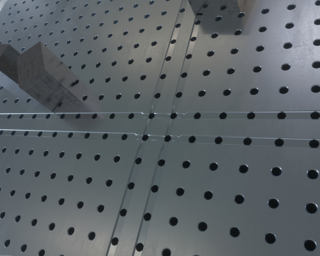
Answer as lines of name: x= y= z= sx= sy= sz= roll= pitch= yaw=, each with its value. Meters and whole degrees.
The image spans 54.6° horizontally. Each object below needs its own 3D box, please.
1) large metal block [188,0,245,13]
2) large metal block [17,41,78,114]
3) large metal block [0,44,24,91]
large metal block: x=0.094 y=-0.228 z=0.483 sx=0.080 sy=0.050 sz=0.080 roll=12 pitch=68 yaw=33
large metal block: x=-0.191 y=-0.085 z=0.527 sx=0.050 sy=0.080 sz=0.080 roll=-31 pitch=52 yaw=9
large metal block: x=-0.298 y=-0.117 z=0.604 sx=0.080 sy=0.080 sz=0.050 roll=10 pitch=67 yaw=32
